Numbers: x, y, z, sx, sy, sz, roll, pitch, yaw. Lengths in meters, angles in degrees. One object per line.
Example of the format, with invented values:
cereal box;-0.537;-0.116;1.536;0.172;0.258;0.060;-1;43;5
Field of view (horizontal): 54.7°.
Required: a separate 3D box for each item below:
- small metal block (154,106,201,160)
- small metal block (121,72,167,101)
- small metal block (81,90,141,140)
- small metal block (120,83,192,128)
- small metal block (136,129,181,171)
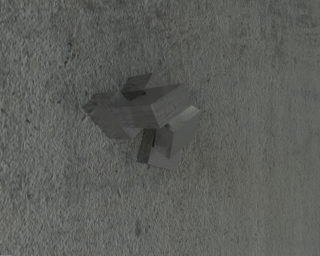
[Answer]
small metal block;0.020;0.003;0.377;0.050;0.025;0.050;-38;151;-33
small metal block;-0.013;-0.040;0.381;0.050;0.050;0.025;39;66;-33
small metal block;-0.053;-0.013;0.348;0.025;0.050;0.050;-53;121;-27
small metal block;-0.004;-0.023;0.323;0.050;0.050;0.025;-36;113;-34
small metal block;0.001;0.027;0.409;0.050;0.025;0.050;21;77;-38
